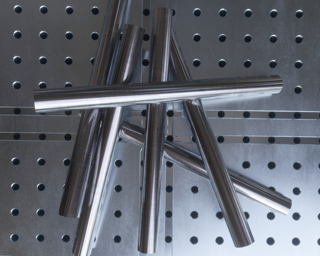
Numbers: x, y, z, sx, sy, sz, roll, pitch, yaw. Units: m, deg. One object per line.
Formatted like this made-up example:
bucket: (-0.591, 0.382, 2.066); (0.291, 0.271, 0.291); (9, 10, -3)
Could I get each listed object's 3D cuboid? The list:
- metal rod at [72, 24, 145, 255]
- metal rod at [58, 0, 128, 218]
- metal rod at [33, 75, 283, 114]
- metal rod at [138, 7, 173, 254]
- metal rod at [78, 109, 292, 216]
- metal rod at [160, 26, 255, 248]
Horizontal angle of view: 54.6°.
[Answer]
metal rod: (-0.067, 0.023, 0.391); (0.025, 0.025, 0.298); (15, 99, 0)
metal rod: (-0.080, -0.041, 0.390); (0.025, 0.025, 0.299); (11, 81, 0)
metal rod: (0.014, -0.043, 0.365); (0.302, 0.025, 0.025); (-6, 90, -20)
metal rod: (-0.006, 0.003, 0.387); (0.025, 0.025, 0.298); (4, 91, 0)
metal rod: (0.033, 0.041, 0.413); (0.301, 0.025, 0.025); (26, 90, 0)
metal rod: (0.052, 0.001, 0.395); (0.025, 0.025, 0.299); (-20, 83, 0)
